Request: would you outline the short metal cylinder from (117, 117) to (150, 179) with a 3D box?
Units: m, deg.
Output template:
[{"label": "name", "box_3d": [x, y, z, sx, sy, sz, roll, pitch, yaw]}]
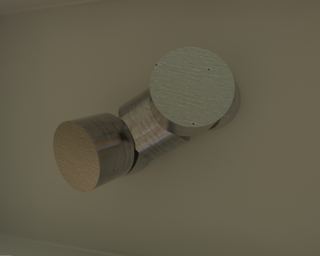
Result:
[{"label": "short metal cylinder", "box_3d": [-0.055, 0.025, 0.414, 0.080, 0.050, 0.079, 0, 90, 19]}]

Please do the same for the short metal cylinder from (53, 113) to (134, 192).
[{"label": "short metal cylinder", "box_3d": [-0.076, 0.026, 0.353, 0.080, 0.050, 0.079, 12, 110, 37]}]

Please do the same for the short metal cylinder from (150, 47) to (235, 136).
[{"label": "short metal cylinder", "box_3d": [0.030, -0.035, 0.315, 0.081, 0.050, 0.080, 1, 78, -2]}]

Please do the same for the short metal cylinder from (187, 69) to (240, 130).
[{"label": "short metal cylinder", "box_3d": [0.054, -0.037, 0.376, 0.080, 0.050, 0.079, 0, 90, 19]}]

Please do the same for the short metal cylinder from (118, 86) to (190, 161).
[{"label": "short metal cylinder", "box_3d": [-0.006, -0.007, 0.381, 0.050, 0.080, 0.080, -31, 80, 17]}]
